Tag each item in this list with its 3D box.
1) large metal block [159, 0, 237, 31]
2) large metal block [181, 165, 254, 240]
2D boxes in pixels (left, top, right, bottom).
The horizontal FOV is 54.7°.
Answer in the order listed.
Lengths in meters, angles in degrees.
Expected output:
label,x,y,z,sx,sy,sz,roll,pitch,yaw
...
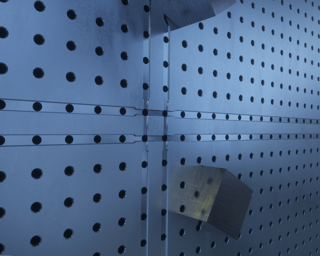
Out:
label,x,y,z,sx,sy,sz,roll,pitch,yaw
large metal block,0.042,-0.185,0.410,0.050,0.080,0.080,-41,115,-33
large metal block,0.089,0.112,0.470,0.080,0.050,0.080,38,66,-34
